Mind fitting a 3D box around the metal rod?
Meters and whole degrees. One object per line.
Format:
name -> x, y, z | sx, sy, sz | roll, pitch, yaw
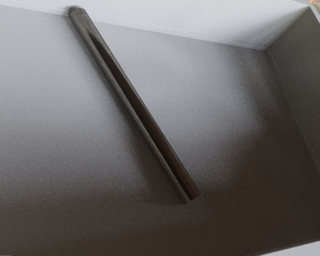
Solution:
metal rod -> -0.039, -0.037, 0.406 | 0.025, 0.025, 0.299 | -23, 74, -36
